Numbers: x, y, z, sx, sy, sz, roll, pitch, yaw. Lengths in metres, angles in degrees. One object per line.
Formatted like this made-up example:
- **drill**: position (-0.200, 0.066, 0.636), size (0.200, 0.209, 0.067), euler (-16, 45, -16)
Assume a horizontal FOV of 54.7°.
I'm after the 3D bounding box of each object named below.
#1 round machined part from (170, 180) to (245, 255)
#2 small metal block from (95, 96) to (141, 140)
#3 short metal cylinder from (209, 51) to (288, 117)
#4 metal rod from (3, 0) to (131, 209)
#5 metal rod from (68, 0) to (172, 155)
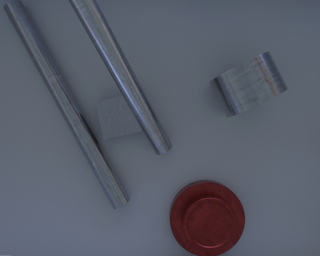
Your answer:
- **round machined part**: position (0.063, 0.120, 0.404), size (0.099, 0.042, 0.097), euler (0, 90, -1)
- **small metal block**: position (-0.053, -0.015, 0.411), size (0.050, 0.025, 0.050), euler (-12, 90, -1)
- **short metal cylinder**: position (0.109, -0.053, 0.385), size (0.080, 0.080, 0.050), euler (-27, 90, 0)
- **metal rod**: position (-0.122, -0.030, 0.409), size (0.025, 0.025, 0.299), euler (-29, 90, 0)
- **metal rod**: position (-0.058, -0.089, 0.345), size (0.025, 0.025, 0.299), euler (-28, 117, 0)
